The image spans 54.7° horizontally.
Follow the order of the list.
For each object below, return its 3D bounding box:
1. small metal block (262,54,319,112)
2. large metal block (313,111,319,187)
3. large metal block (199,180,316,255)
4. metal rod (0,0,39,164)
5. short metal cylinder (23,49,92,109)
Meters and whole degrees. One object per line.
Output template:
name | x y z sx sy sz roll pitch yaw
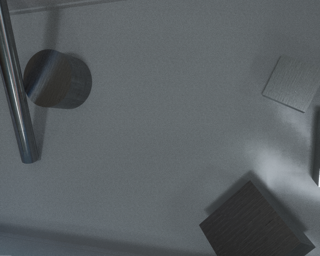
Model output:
small metal block | 0.153 -0.050 0.357 0.050 0.025 0.050 27 99 17
large metal block | 0.210 0.023 0.324 0.080 0.050 0.079 5 92 19
large metal block | 0.104 0.119 0.342 0.080 0.050 0.080 -46 46 14
metal rod | -0.198 -0.081 0.409 0.025 0.025 0.298 13 121 19
short metal cylinder | -0.147 -0.068 0.447 0.080 0.050 0.079 0 90 19
